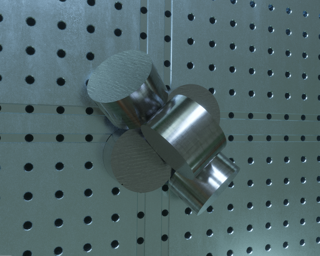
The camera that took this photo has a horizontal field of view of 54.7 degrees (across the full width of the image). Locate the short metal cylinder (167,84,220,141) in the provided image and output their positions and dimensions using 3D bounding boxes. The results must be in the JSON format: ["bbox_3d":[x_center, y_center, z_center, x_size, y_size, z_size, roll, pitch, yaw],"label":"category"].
[{"bbox_3d":[0.032,-0.016,0.411,0.081,0.050,0.079,0,90,-21],"label":"short metal cylinder"}]

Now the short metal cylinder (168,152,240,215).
[{"bbox_3d":[0.057,0.065,0.398,0.080,0.080,0.050,-42,68,-15],"label":"short metal cylinder"}]

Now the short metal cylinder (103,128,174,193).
[{"bbox_3d":[-0.027,0.037,0.390,0.081,0.050,0.079,0,90,-21],"label":"short metal cylinder"}]

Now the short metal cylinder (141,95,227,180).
[{"bbox_3d":[0.025,0.010,0.339,0.050,0.080,0.080,-43,104,-15],"label":"short metal cylinder"}]

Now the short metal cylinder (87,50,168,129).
[{"bbox_3d":[-0.037,-0.045,0.363,0.080,0.080,0.050,-48,139,-14],"label":"short metal cylinder"}]
